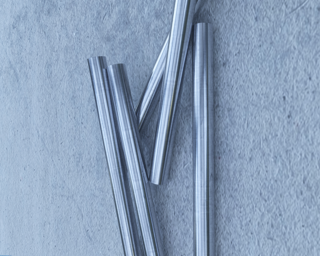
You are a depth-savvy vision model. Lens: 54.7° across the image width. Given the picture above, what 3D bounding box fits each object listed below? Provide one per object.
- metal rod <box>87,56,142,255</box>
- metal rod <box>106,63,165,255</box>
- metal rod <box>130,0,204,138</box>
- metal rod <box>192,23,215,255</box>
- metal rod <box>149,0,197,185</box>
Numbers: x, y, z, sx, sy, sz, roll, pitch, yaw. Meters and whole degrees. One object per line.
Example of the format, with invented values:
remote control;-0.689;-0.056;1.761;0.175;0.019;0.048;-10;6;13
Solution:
metal rod;-0.059;0.053;0.424;0.025;0.025;0.298;-7;95;40
metal rod;-0.028;0.065;0.405;0.025;0.025;0.298;-12;89;39
metal rod;-0.003;-0.064;0.407;0.025;0.025;0.298;39;114;33
metal rod;0.051;0.030;0.362;0.025;0.025;0.298;-1;90;40
metal rod;0.018;-0.073;0.369;0.025;0.025;0.298;20;109;38
